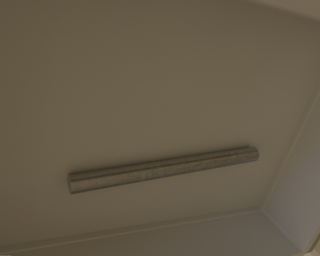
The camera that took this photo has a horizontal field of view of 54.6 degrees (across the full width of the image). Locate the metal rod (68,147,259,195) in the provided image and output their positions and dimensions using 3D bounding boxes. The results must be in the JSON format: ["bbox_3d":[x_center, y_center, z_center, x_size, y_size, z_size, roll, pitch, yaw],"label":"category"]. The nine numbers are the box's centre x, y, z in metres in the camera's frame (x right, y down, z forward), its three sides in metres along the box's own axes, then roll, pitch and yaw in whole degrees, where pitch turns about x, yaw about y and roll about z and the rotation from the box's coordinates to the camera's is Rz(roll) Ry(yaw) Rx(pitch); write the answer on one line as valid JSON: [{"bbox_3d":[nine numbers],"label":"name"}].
[{"bbox_3d":[0.022,0.057,0.455,0.302,0.025,0.025,-6,121,-26],"label":"metal rod"}]
